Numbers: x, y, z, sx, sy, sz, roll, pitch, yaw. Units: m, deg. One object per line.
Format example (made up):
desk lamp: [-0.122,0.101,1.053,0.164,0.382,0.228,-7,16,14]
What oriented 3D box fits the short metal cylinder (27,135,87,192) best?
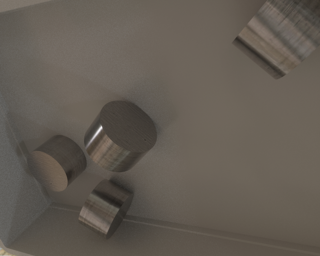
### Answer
short metal cylinder: [-0.171,0.059,0.516,0.080,0.050,0.079,13,124,20]

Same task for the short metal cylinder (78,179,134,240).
short metal cylinder: [-0.085,0.129,0.495,0.050,0.080,0.079,27,128,11]

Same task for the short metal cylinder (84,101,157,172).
short metal cylinder: [-0.051,0.011,0.405,0.080,0.080,0.050,42,129,-1]

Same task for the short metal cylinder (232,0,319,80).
short metal cylinder: [0.107,-0.088,0.262,0.050,0.080,0.080,40,129,0]
